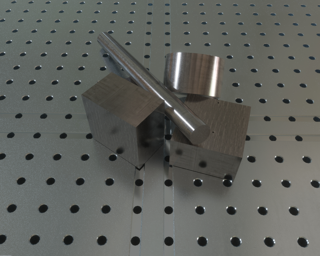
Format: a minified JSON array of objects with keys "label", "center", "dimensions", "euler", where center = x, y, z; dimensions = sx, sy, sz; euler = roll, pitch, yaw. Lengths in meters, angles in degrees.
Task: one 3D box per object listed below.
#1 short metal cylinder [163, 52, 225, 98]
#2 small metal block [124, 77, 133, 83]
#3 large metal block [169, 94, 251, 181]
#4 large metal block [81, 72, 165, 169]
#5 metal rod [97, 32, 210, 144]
[{"label":"short metal cylinder","center":[0.045,-0.070,0.422],"dimensions":[0.080,0.080,0.050],"euler":[7,94,5]},{"label":"small metal block","center":[-0.040,-0.047,0.447],"dimensions":[0.050,0.025,0.050],"euler":[-19,53,-16]},{"label":"large metal block","center":[0.062,0.010,0.383],"dimensions":[0.080,0.050,0.080],"euler":[14,51,11]},{"label":"large metal block","center":[-0.042,-0.009,0.378],"dimensions":[0.080,0.080,0.050],"euler":[30,56,22]},{"label":"metal rod","center":[-0.027,-0.073,0.430],"dimensions":[0.025,0.025,0.300],"euler":[-22,42,-18]}]
